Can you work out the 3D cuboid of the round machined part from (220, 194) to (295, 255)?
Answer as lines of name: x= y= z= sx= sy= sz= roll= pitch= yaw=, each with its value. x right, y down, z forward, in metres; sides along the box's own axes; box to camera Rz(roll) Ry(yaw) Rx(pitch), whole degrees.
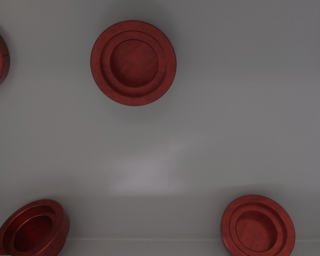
round machined part: x=0.134 y=0.148 z=0.439 sx=0.099 sy=0.098 sz=0.042 roll=-4 pitch=148 yaw=1

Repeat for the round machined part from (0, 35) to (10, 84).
round machined part: x=-0.237 y=-0.083 z=0.367 sx=0.099 sy=0.042 sz=0.097 roll=-1 pitch=111 yaw=-3

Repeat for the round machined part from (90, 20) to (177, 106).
round machined part: x=-0.030 y=-0.079 z=0.373 sx=0.099 sy=0.042 sz=0.097 roll=0 pitch=110 yaw=0

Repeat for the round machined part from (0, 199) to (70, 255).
round machined part: x=-0.171 y=0.151 z=0.429 sx=0.098 sy=0.098 sz=0.042 roll=-15 pitch=126 yaw=5
